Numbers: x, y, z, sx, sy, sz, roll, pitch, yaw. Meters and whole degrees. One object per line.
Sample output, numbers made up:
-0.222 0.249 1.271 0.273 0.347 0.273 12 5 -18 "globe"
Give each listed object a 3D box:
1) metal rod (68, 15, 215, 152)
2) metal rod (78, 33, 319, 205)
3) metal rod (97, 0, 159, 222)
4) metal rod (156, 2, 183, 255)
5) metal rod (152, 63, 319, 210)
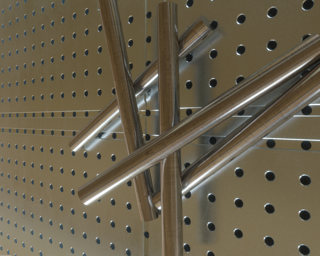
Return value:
-0.044 -0.046 0.443 0.299 0.025 0.025 -37 68 33 "metal rod"
0.030 0.002 0.329 0.300 0.025 0.025 -34 69 17 "metal rod"
-0.042 -0.024 0.413 0.025 0.025 0.298 -9 93 39 "metal rod"
0.012 0.005 0.364 0.025 0.025 0.298 -2 89 39 "metal rod"
0.093 0.008 0.331 0.299 0.025 0.025 -44 64 31 "metal rod"
